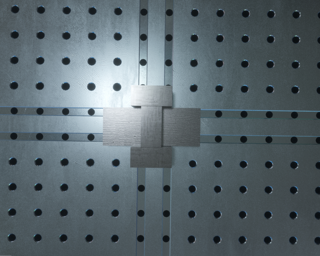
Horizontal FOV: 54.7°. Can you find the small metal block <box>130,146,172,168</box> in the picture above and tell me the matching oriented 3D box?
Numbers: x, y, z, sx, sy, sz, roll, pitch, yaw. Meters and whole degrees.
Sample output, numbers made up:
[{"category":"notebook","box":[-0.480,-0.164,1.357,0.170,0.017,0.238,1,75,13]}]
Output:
[{"category":"small metal block","box":[-0.011,0.036,0.400,0.050,0.050,0.025,1,90,-1]}]

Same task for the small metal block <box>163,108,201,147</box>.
[{"category":"small metal block","box":[0.027,-0.001,0.413,0.050,0.025,0.050,1,90,-1]}]

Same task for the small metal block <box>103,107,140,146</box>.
[{"category":"small metal block","box":[-0.049,-0.002,0.412,0.050,0.025,0.050,1,90,-1]}]

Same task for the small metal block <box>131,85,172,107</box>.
[{"category":"small metal block","box":[-0.010,-0.039,0.400,0.050,0.050,0.025,1,90,-1]}]

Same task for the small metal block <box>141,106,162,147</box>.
[{"category":"small metal block","box":[-0.011,-0.002,0.400,0.025,0.050,0.050,1,90,0]}]
